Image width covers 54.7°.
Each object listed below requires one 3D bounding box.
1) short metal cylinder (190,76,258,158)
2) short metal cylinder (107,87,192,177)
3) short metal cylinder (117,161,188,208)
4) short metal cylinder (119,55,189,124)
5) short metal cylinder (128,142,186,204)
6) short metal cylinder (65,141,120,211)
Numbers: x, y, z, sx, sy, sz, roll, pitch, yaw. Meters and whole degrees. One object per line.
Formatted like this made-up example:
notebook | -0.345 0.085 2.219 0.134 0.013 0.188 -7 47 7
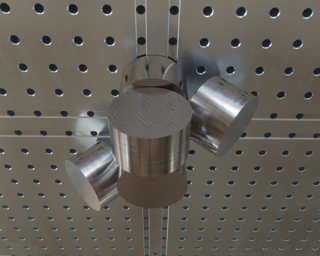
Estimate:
short metal cylinder | 0.068 -0.013 0.356 0.050 0.081 0.079 35 134 24
short metal cylinder | -0.010 0.002 0.310 0.081 0.080 0.050 0 130 -1
short metal cylinder | -0.009 0.052 0.373 0.081 0.050 0.079 0 130 0
short metal cylinder | -0.008 -0.037 0.363 0.081 0.050 0.079 0 131 0
short metal cylinder | -0.005 0.066 0.451 0.081 0.050 0.079 -1 131 0
short metal cylinder | -0.085 0.065 0.422 0.050 0.080 0.079 -33 139 -31
